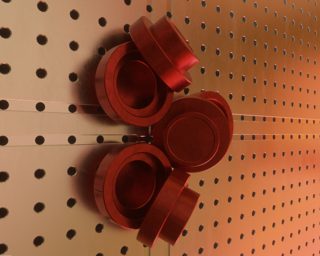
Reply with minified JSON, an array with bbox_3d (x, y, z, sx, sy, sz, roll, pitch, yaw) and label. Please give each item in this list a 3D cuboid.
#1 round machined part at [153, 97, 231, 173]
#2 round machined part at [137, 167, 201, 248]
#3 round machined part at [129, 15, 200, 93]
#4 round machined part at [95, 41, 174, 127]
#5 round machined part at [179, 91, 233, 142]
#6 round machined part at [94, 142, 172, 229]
[{"bbox_3d":[0.039,0.010,0.390,0.042,0.098,0.097,-56,136,-77],"label":"round machined part"},{"bbox_3d":[0.015,0.100,0.372,0.042,0.098,0.098,28,71,11],"label":"round machined part"},{"bbox_3d":[0.011,-0.094,0.370,0.098,0.042,0.098,49,17,-20],"label":"round machined part"},{"bbox_3d":[-0.033,-0.050,0.368,0.099,0.042,0.097,0,90,-40],"label":"round machined part"},{"bbox_3d":[0.058,-0.003,0.445,0.099,0.042,0.097,0,90,-40],"label":"round machined part"},{"bbox_3d":[-0.035,0.065,0.368,0.099,0.042,0.097,0,90,-40],"label":"round machined part"}]
